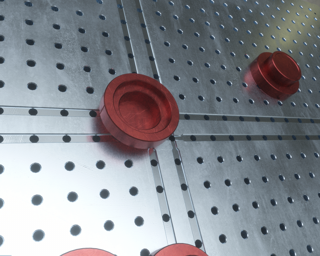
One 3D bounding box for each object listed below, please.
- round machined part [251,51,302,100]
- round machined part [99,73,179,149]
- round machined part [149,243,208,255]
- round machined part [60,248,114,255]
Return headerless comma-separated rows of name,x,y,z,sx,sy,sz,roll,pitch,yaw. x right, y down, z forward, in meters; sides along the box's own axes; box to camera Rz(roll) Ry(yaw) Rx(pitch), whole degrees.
round machined part,0.223,-0.105,0.580,0.099,0.042,0.098,14,56,-21
round machined part,-0.029,-0.018,0.392,0.099,0.042,0.098,13,56,-21
round machined part,0.026,0.166,0.309,0.099,0.042,0.098,13,56,-21
round machined part,-0.068,0.157,0.264,0.099,0.042,0.098,13,56,-21
